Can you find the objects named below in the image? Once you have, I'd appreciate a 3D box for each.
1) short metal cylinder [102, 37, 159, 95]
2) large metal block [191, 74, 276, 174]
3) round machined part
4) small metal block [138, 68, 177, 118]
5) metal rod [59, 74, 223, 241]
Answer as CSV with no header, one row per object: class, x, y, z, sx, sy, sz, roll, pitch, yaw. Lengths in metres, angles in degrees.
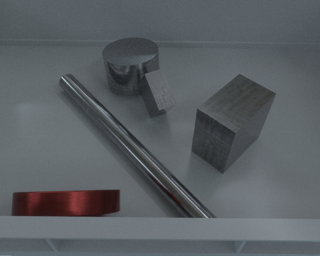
short metal cylinder,-0.041,-0.093,0.460,0.080,0.050,0.080,-2,43,2
large metal block,0.086,-0.005,0.375,0.050,0.080,0.080,36,59,26
round machined part,-0.088,0.082,0.296,0.099,0.098,0.042,-1,79,-1
small metal block,-0.005,-0.045,0.414,0.025,0.050,0.050,-21,86,-17
metal rod,-0.042,0.018,0.388,0.025,0.025,0.300,-33,58,-25
